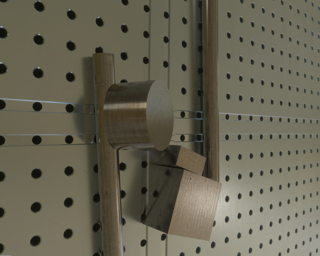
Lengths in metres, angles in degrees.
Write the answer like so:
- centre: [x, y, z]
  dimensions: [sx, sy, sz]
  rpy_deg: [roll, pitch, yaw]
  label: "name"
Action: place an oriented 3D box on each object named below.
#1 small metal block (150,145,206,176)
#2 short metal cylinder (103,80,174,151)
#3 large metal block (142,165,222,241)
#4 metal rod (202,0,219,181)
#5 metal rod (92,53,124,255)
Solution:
- centre: [0.025, 0.043, 0.416]
  dimensions: [0.050, 0.050, 0.025]
  rpy_deg: [28, 73, -37]
  label: "small metal block"
- centre: [-0.022, -0.014, 0.356]
  dimensions: [0.080, 0.050, 0.079]
  rpy_deg: [-2, 90, -68]
  label: "short metal cylinder"
- centre: [0.032, 0.102, 0.423]
  dimensions: [0.080, 0.050, 0.080]
  rpy_deg: [25, 74, -38]
  label: "large metal block"
- centre: [0.078, -0.058, 0.476]
  dimensions: [0.025, 0.025, 0.298]
  rpy_deg: [-1, 91, -40]
  label: "metal rod"
- centre: [-0.059, 0.065, 0.361]
  dimensions: [0.025, 0.025, 0.298]
  rpy_deg: [-4, 93, -40]
  label: "metal rod"
